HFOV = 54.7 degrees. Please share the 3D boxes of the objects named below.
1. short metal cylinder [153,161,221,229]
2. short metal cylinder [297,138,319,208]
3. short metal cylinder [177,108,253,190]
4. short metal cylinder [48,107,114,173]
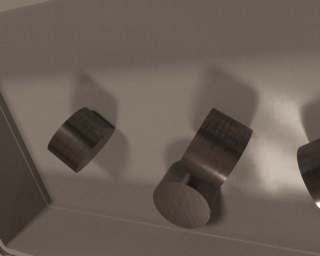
[{"bbox_3d":[0.038,0.091,0.428,0.080,0.050,0.079,13,124,20],"label":"short metal cylinder"},{"bbox_3d":[0.182,0.044,0.305,0.050,0.080,0.080,-34,100,38],"label":"short metal cylinder"},{"bbox_3d":[0.062,0.023,0.354,0.050,0.080,0.079,31,128,8],"label":"short metal cylinder"},{"bbox_3d":[-0.111,0.017,0.440,0.050,0.080,0.080,40,129,1],"label":"short metal cylinder"}]
